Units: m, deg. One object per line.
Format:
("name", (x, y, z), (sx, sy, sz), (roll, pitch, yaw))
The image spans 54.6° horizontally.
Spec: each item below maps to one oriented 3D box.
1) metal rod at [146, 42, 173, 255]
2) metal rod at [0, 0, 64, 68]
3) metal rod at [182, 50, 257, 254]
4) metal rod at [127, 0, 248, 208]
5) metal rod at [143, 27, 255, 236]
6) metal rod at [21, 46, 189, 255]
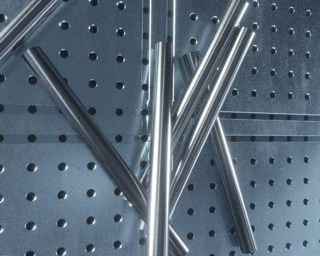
("metal rod", (0.000, 0.034, 0.373), (0.025, 0.025, 0.299), (8, 73, -20))
("metal rod", (-0.136, -0.144, 0.362), (0.025, 0.025, 0.300), (41, 77, -16))
("metal rod", (0.087, 0.038, 0.444), (0.025, 0.025, 0.299), (-20, 97, -19))
("metal rod", (0.037, -0.032, 0.404), (0.025, 0.025, 0.299), (27, 89, -18))
("metal rod", (0.052, 0.008, 0.410), (0.025, 0.025, 0.299), (25, 90, -19))
("metal rod", (-0.062, 0.034, 0.370), (0.025, 0.025, 0.300), (-37, 95, -16))
